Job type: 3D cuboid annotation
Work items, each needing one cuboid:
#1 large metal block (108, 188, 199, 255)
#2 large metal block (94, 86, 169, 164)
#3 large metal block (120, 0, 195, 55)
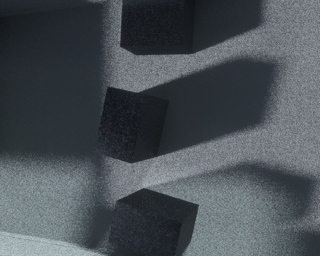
[{"bbox_3d":[-0.004,0.117,0.383,0.080,0.080,0.050,13,95,19],"label":"large metal block"},{"bbox_3d":[-0.033,-0.004,0.393,0.050,0.080,0.080,14,95,19],"label":"large metal block"},{"bbox_3d":[-0.002,-0.139,0.398,0.080,0.050,0.079,4,91,20],"label":"large metal block"}]
